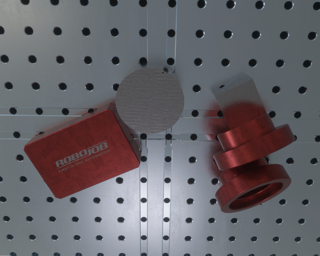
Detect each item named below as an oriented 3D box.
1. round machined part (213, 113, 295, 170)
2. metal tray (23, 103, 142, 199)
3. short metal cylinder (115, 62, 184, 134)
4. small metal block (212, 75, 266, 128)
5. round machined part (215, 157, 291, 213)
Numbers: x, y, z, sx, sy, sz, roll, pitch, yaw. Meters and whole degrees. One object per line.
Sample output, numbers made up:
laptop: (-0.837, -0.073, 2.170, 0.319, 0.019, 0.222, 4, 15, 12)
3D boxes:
round machined part: (0.111, 0.014, 0.386, 0.098, 0.098, 0.042, -24, 84, 8)
metal tray: (-0.102, 0.033, 0.422, 0.130, 0.030, 0.090, -23, 109, 8)
short metal cylinder: (-0.012, -0.039, 0.386, 0.081, 0.050, 0.079, 0, 110, 0)
small metal block: (0.102, -0.034, 0.402, 0.050, 0.025, 0.050, -25, 108, 9)
round machined part: (0.119, 0.073, 0.415, 0.099, 0.042, 0.098, -15, 148, -10)
